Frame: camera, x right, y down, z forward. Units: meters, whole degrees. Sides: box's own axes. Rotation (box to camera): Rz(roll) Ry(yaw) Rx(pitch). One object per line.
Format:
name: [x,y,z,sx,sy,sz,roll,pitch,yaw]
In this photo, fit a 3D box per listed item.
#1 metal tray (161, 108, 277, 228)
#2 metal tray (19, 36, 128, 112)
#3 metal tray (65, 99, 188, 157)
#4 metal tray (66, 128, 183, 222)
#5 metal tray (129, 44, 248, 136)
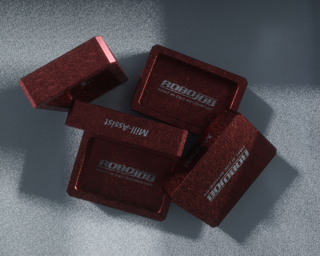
metal tray: [0.076,0.051,0.389,0.090,0.030,0.130,39,90,-29]
metal tray: [-0.088,-0.054,0.355,0.090,0.130,0.030,-30,91,0]
metal tray: [-0.036,-0.001,0.376,0.131,0.090,0.030,16,90,-1]
metal tray: [-0.044,0.059,0.405,0.131,0.030,0.090,16,90,-1]
metal tray: [0.037,-0.043,0.408,0.131,0.030,0.090,21,90,-1]
